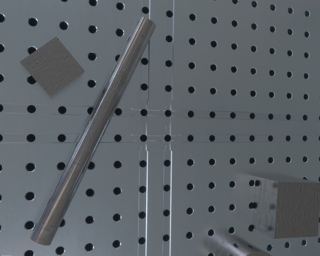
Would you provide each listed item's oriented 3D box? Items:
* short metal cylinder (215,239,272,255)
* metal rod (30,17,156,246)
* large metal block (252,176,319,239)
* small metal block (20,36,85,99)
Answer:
[{"bbox_3d":[0.123,0.208,0.445,0.081,0.050,0.079,0,90,-20],"label":"short metal cylinder"},{"bbox_3d":[-0.078,-0.003,0.383,0.025,0.025,0.299,27,81,-18],"label":"metal rod"},{"bbox_3d":[0.192,0.118,0.471,0.081,0.050,0.080,5,88,-20],"label":"large metal block"},{"bbox_3d":[-0.126,-0.070,0.366,0.050,0.025,0.050,-42,103,-15],"label":"small metal block"}]
